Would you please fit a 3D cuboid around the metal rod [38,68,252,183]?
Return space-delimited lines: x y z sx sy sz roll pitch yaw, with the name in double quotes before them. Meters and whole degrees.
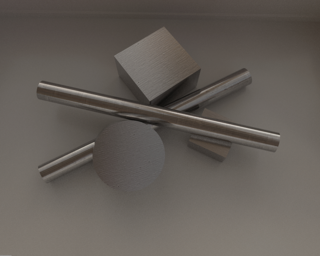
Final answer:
"metal rod" -0.012 -0.008 0.410 0.302 0.025 0.025 -26 72 -10

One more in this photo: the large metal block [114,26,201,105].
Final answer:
"large metal block" -0.004 -0.077 0.422 0.080 0.050 0.080 -34 74 -12

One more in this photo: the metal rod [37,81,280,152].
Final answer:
"metal rod" -0.005 -0.016 0.387 0.302 0.025 0.025 13 71 4

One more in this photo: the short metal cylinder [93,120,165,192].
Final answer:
"short metal cylinder" -0.039 0.030 0.368 0.081 0.050 0.079 0 92 -12

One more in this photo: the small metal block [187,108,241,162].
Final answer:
"small metal block" 0.070 0.010 0.404 0.050 0.025 0.050 25 72 8
